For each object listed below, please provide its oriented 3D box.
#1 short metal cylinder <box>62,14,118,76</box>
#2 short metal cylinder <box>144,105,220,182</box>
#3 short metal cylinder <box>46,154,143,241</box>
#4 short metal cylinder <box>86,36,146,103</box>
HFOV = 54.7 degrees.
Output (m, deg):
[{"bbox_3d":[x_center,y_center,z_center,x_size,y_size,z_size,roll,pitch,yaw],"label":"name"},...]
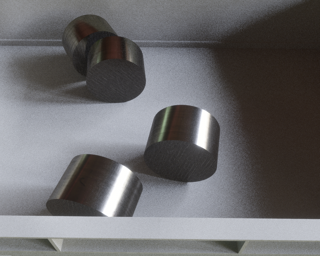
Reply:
[{"bbox_3d":[-0.101,-0.124,0.473,0.081,0.080,0.050,-22,54,-18],"label":"short metal cylinder"},{"bbox_3d":[0.026,0.019,0.353,0.080,0.080,0.050,8,51,7],"label":"short metal cylinder"},{"bbox_3d":[-0.064,0.070,0.310,0.080,0.080,0.050,13,52,11],"label":"short metal cylinder"},{"bbox_3d":[-0.062,-0.081,0.437,0.081,0.080,0.050,-5,50,-4],"label":"short metal cylinder"}]
